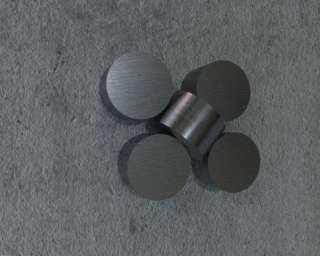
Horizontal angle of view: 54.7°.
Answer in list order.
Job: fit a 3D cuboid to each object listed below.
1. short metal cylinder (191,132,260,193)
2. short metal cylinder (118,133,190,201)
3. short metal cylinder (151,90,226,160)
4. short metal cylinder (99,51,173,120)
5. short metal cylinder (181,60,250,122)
[{"bbox_3d":[0.090,0.045,0.431,0.081,0.050,0.079,0,90,-21],"label":"short metal cylinder"},{"bbox_3d":[-0.009,0.047,0.394,0.081,0.050,0.079,0,90,-21],"label":"short metal cylinder"},{"bbox_3d":[0.036,-0.003,0.396,0.080,0.080,0.050,41,77,-16],"label":"short metal cylinder"},{"bbox_3d":[-0.031,-0.050,0.385,0.081,0.050,0.079,0,90,-21],"label":"short metal cylinder"},{"bbox_3d":[0.075,-0.048,0.424,0.081,0.050,0.079,0,90,-21],"label":"short metal cylinder"}]
